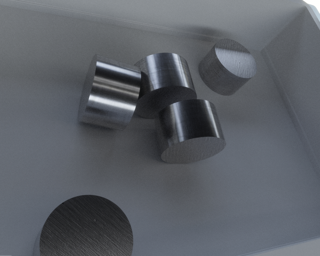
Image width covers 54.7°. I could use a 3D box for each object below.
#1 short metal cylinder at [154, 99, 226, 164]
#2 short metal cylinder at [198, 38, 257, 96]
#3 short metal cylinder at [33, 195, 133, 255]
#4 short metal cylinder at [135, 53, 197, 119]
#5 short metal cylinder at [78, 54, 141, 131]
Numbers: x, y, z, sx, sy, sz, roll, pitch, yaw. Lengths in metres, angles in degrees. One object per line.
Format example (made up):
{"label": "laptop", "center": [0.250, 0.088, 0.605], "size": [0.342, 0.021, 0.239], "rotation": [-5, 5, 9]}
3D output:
{"label": "short metal cylinder", "center": [0.037, 0.007, 0.388], "size": [0.081, 0.080, 0.050], "rotation": [3, 60, -27]}
{"label": "short metal cylinder", "center": [0.112, -0.101, 0.513], "size": [0.081, 0.050, 0.080], "rotation": [14, 56, -21]}
{"label": "short metal cylinder", "center": [-0.071, 0.108, 0.286], "size": [0.081, 0.050, 0.080], "rotation": [14, 56, -21]}
{"label": "short metal cylinder", "center": [0.003, -0.053, 0.406], "size": [0.081, 0.080, 0.050], "rotation": [2, 61, -28]}
{"label": "short metal cylinder", "center": [-0.061, -0.041, 0.364], "size": [0.050, 0.080, 0.080], "rotation": [14, 56, -21]}
